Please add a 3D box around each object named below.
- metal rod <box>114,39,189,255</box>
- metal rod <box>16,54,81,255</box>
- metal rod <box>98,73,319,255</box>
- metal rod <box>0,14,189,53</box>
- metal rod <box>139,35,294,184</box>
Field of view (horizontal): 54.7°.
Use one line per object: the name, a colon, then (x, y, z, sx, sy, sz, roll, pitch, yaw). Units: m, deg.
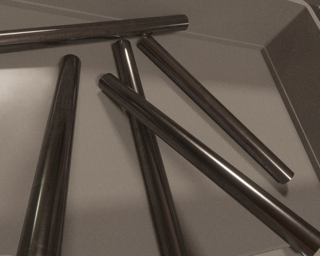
metal rod: (-0.018, 0.011, 0.390, 0.025, 0.025, 0.299, -1, 62, -29)
metal rod: (-0.091, 0.005, 0.279, 0.025, 0.025, 0.300, 14, 32, -21)
metal rod: (0.030, 0.020, 0.333, 0.025, 0.025, 0.300, -25, 51, -37)
metal rod: (-0.088, -0.131, 0.422, 0.303, 0.025, 0.025, -17, 71, -30)
metal rod: (0.084, -0.029, 0.470, 0.300, 0.025, 0.025, 44, 51, 2)
